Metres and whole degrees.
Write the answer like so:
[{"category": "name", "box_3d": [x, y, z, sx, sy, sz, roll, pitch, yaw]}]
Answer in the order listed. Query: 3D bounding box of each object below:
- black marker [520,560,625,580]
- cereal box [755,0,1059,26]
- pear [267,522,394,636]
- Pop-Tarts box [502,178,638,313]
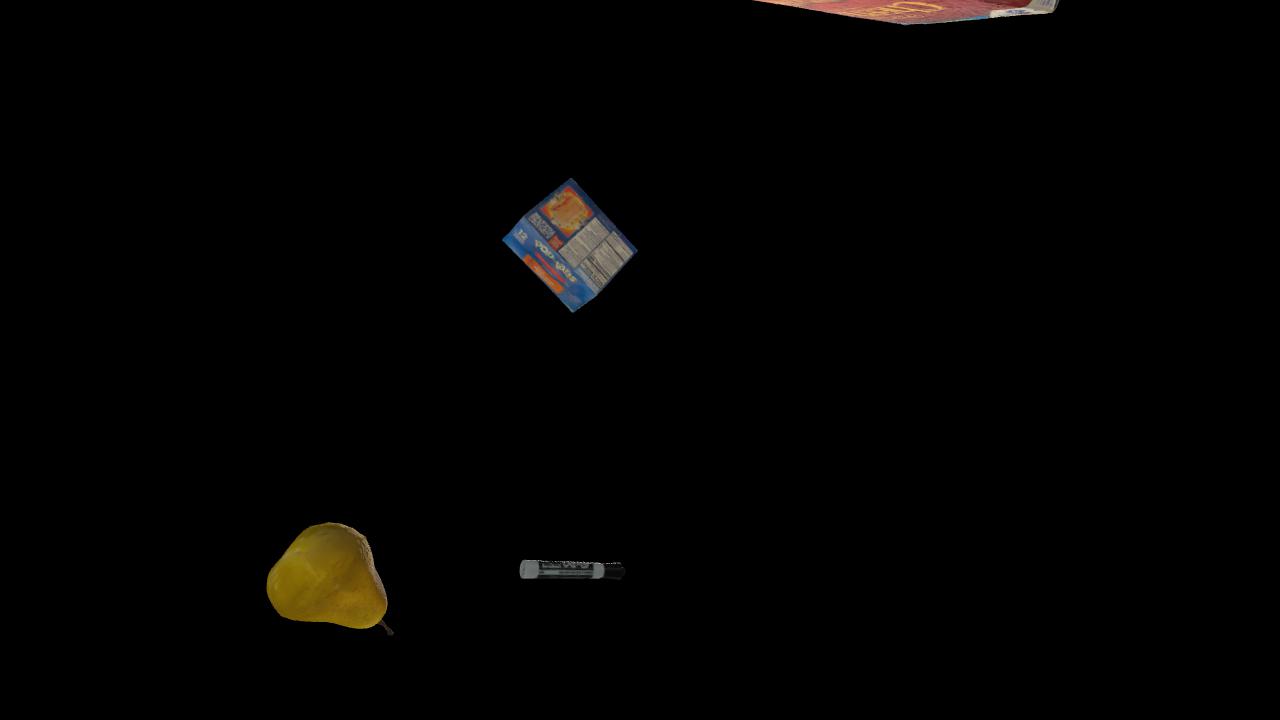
[{"category": "black marker", "box_3d": [-0.071, 0.230, 0.672, 0.121, 0.020, 0.020, 11, -5, -27]}, {"category": "cereal box", "box_3d": [0.137, -0.323, 0.478, 0.306, 0.081, 0.203, 2, 26, -13]}, {"category": "pear", "box_3d": [-0.239, 0.186, 0.499, 0.111, 0.080, 0.080, 39, -9, -11]}, {"category": "Pop-Tarts box", "box_3d": [-0.113, -0.190, 1.023, 0.083, 0.167, 0.141, -31, 17, 49]}]
